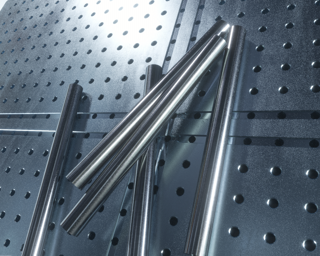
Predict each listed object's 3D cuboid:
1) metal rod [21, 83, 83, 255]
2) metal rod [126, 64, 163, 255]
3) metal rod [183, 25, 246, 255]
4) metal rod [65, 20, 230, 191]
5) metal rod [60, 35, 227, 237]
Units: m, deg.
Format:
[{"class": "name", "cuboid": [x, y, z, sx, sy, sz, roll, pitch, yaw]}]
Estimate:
[{"class": "metal rod", "cuboid": [-0.155, 0.062, 0.452, 0.025, 0.025, 0.300, -9, 58, 23]}, {"class": "metal rod", "cuboid": [-0.018, 0.042, 0.392, 0.025, 0.025, 0.300, -10, 57, 23]}, {"class": "metal rod", "cuboid": [0.072, -0.003, 0.373, 0.025, 0.025, 0.300, 1, 62, 29]}, {"class": "metal rod", "cuboid": [-0.005, -0.041, 0.408, 0.025, 0.025, 0.301, 29, 69, 37]}, {"class": "metal rod", "cuboid": [-0.012, 0.000, 0.383, 0.025, 0.025, 0.300, 29, 75, 37]}]
